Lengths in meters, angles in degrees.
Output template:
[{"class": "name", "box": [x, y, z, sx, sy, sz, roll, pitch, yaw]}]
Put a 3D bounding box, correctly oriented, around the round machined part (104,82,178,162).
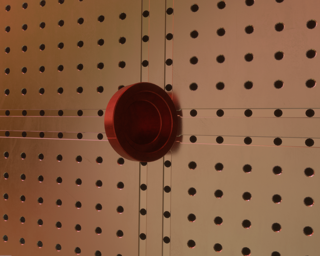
[{"class": "round machined part", "box": [-0.027, -0.007, 0.392, 0.042, 0.099, 0.097, -3, 89, 51]}]
